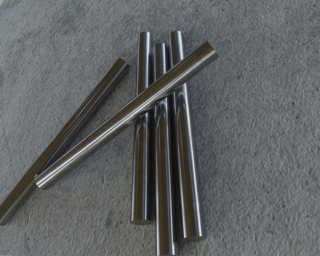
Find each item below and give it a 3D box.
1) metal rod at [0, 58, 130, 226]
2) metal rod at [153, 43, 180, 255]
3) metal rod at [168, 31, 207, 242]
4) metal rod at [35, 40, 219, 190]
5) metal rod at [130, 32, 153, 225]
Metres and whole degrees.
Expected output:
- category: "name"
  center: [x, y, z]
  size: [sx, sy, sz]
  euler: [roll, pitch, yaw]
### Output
- category: "metal rod"
  center: [-0.145, 0.014, 0.471]
  size: [0.025, 0.025, 0.300]
  euler: [29, 77, 37]
- category: "metal rod"
  center: [0.005, 0.005, 0.397]
  size: [0.025, 0.025, 0.299]
  euler: [-15, 56, 20]
- category: "metal rod"
  center: [0.030, -0.013, 0.396]
  size: [0.025, 0.025, 0.299]
  euler: [-15, 55, 20]
- category: "metal rod"
  center: [-0.053, -0.008, 0.407]
  size: [0.300, 0.025, 0.025]
  euler: [-37, 51, 15]
- category: "metal rod"
  center: [-0.022, -0.021, 0.428]
  size: [0.025, 0.025, 0.299]
  euler: [-14, 56, 20]
